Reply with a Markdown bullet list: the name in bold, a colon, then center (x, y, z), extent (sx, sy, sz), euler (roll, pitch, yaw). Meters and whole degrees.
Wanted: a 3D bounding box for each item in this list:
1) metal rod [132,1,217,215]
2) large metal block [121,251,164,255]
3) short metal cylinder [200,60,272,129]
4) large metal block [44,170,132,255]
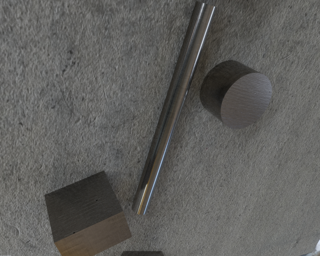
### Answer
- **metal rod**: center (0.011, -0.009, 0.407), extent (0.025, 0.025, 0.298), euler (3, 117, -30)
- **large metal block**: center (-0.037, 0.260, 0.532), extent (0.081, 0.050, 0.080), euler (17, 110, -35)
- **short metal cylinder**: center (0.102, -0.045, 0.418), extent (0.081, 0.050, 0.079), euler (-14, 124, -21)
- **large metal block**: center (-0.091, 0.111, 0.390), extent (0.081, 0.080, 0.050), euler (-22, 127, -16)
